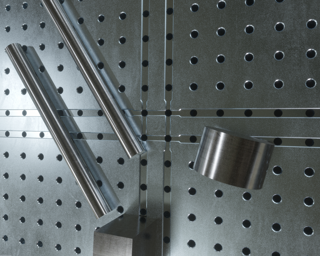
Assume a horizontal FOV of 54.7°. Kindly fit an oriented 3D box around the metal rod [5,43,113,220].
[{"bbox_3d":[-0.156,-0.002,0.465,0.025,0.025,0.299,-35,79,16],"label":"metal rod"}]

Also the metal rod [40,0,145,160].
[{"bbox_3d":[-0.106,-0.090,0.448,0.025,0.025,0.299,-34,80,16],"label":"metal rod"}]

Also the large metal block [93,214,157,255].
[{"bbox_3d":[-0.043,0.164,0.398,0.050,0.080,0.079,3,91,20],"label":"large metal block"}]

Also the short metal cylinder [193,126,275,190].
[{"bbox_3d":[0.083,0.032,0.354,0.080,0.080,0.050,16,96,19],"label":"short metal cylinder"}]
